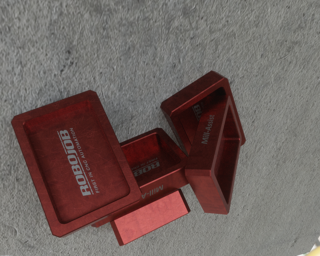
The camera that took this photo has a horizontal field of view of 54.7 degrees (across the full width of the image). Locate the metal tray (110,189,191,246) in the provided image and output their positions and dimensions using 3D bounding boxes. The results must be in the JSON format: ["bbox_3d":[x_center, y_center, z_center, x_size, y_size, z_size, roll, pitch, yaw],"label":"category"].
[{"bbox_3d":[-0.021,0.115,0.413,0.091,0.130,0.030,-22,82,-15],"label":"metal tray"}]

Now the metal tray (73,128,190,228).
[{"bbox_3d":[-0.036,0.054,0.381,0.131,0.090,0.030,-23,127,-15],"label":"metal tray"}]

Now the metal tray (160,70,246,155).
[{"bbox_3d":[0.066,-0.005,0.440,0.090,0.030,0.130,-34,129,-7],"label":"metal tray"}]

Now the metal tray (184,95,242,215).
[{"bbox_3d":[0.074,0.032,0.398,0.090,0.030,0.130,63,36,-39],"label":"metal tray"}]

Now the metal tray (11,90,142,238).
[{"bbox_3d":[-0.086,0.034,0.322,0.091,0.130,0.030,-22,166,-16],"label":"metal tray"}]
